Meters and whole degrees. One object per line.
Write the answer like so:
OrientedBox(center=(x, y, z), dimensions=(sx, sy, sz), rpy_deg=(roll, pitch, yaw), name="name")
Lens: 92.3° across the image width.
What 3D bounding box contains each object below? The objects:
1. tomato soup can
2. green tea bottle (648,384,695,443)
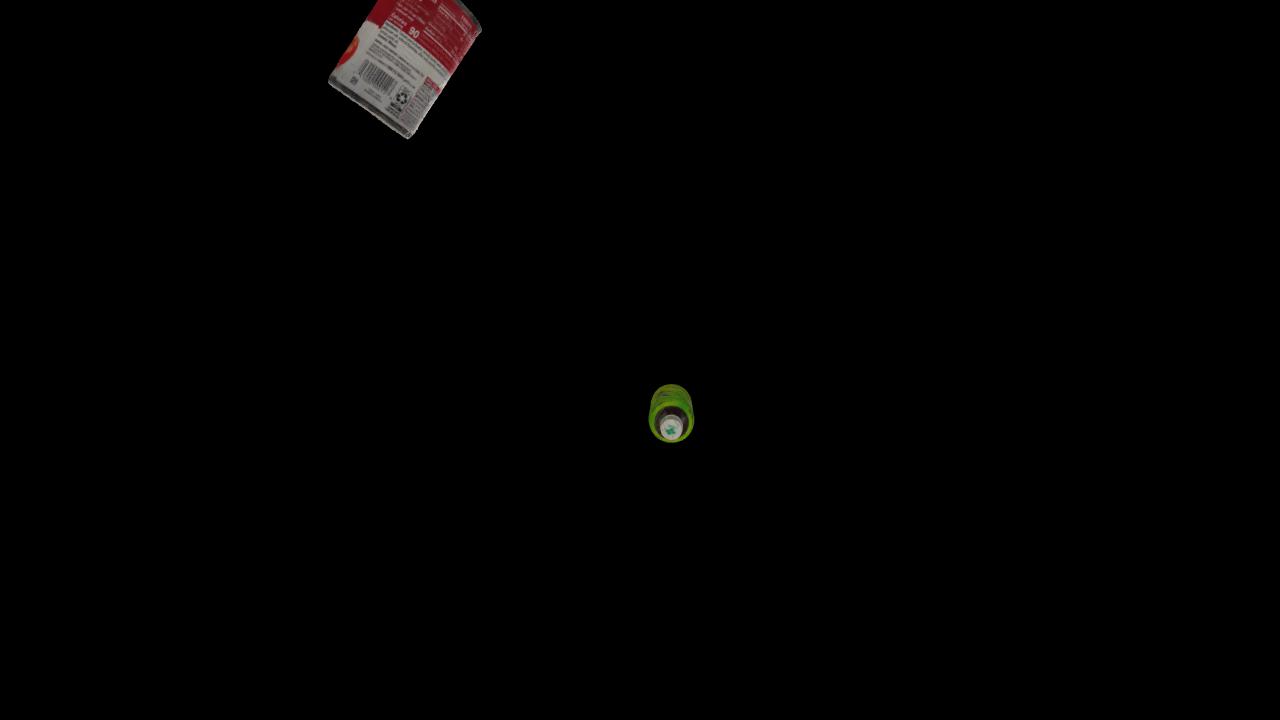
OrientedBox(center=(-0.174, -0.226, 0.457), dimensions=(0.068, 0.101, 0.068), rpy_deg=(34, 3, -2), name="tomato soup can")
OrientedBox(center=(0.049, 0.084, 0.950), dimensions=(0.073, 0.073, 0.212), rpy_deg=(0, 5, 1), name="green tea bottle")
